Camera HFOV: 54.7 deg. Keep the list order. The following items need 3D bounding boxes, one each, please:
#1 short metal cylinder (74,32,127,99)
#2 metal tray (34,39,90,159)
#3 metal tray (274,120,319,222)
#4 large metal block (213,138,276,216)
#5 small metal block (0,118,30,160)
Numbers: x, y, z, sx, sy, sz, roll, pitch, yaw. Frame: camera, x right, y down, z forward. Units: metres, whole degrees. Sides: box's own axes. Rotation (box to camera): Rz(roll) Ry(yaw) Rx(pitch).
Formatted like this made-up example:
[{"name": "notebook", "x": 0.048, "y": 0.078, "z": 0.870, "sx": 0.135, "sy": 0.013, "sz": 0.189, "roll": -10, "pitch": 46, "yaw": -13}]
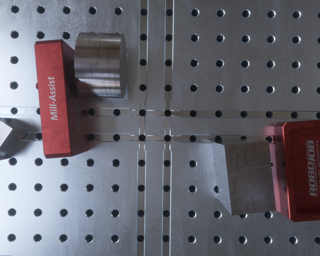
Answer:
[{"name": "short metal cylinder", "x": -0.071, "y": -0.077, "z": 0.385, "sx": 0.050, "sy": 0.080, "sz": 0.079, "roll": 1, "pitch": 90, "yaw": 0}, {"name": "metal tray", "x": -0.116, "y": -0.032, "z": 0.379, "sx": 0.030, "sy": 0.090, "sz": 0.129, "roll": -5, "pitch": 90, "yaw": 0}, {"name": "metal tray", "x": 0.207, "y": 0.054, "z": 0.413, "sx": 0.091, "sy": 0.030, "sz": 0.129, "roll": -4, "pitch": 90, "yaw": -1}, {"name": "large metal block", "x": 0.101, "y": 0.056, "z": 0.387, "sx": 0.050, "sy": 0.080, "sz": 0.079, "roll": -6, "pitch": 90, "yaw": 0}, {"name": "small metal block", "x": -0.203, "y": 0.014, "z": 0.398, "sx": 0.025, "sy": 0.050, "sz": 0.050, "roll": 34, "pitch": 90, "yaw": -1}]
